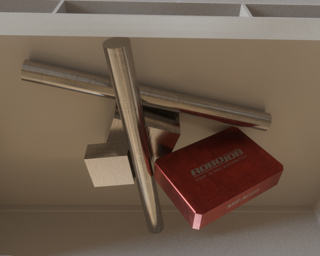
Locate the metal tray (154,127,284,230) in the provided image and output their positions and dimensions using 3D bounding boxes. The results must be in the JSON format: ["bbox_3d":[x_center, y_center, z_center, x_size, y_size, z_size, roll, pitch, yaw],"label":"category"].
[{"bbox_3d":[0.070,0.054,0.376,0.131,0.090,0.030,-21,136,-25],"label":"metal tray"}]

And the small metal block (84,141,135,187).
[{"bbox_3d":[-0.060,0.045,0.379,0.050,0.025,0.050,-5,130,3],"label":"small metal block"}]

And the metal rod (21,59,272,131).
[{"bbox_3d":[-0.007,-0.037,0.377,0.302,0.025,0.025,11,129,-10],"label":"metal rod"}]

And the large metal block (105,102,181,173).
[{"bbox_3d":[-0.027,0.011,0.400,0.081,0.050,0.079,14,129,-12],"label":"large metal block"}]

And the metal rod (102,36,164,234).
[{"bbox_3d":[-0.023,0.036,0.372,0.025,0.025,0.298,-5,130,4],"label":"metal rod"}]
